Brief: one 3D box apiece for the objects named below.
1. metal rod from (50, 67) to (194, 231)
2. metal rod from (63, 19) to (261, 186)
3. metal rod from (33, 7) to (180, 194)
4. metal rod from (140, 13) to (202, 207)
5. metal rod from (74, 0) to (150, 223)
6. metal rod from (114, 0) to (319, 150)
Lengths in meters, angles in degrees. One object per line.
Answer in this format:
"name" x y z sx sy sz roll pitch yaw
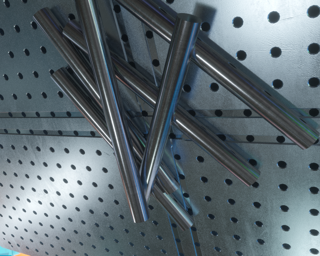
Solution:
"metal rod" -0.051 0.035 0.460 0.025 0.025 0.300 -33 100 38
"metal rod" 0.001 -0.032 0.391 0.300 0.025 0.025 39 129 1
"metal rod" -0.067 -0.030 0.428 0.025 0.025 0.300 -28 103 37
"metal rod" -0.003 0.011 0.385 0.025 0.025 0.298 25 127 13
"metal rod" -0.056 -0.017 0.385 0.025 0.025 0.298 -3 108 30
"metal rod" 0.045 -0.080 0.338 0.300 0.025 0.025 39 129 2
